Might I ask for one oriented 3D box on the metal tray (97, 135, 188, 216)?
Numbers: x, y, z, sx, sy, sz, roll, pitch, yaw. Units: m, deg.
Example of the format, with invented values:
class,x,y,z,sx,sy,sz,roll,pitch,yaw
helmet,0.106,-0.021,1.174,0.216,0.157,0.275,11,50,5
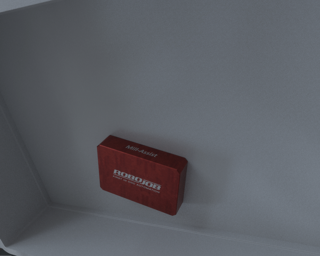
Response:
class,x,y,z,sx,sy,sz,roll,pitch,yaw
metal tray,-0.028,0.070,0.462,0.130,0.030,0.089,16,125,18
